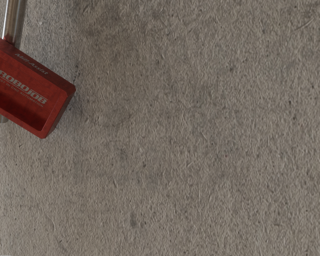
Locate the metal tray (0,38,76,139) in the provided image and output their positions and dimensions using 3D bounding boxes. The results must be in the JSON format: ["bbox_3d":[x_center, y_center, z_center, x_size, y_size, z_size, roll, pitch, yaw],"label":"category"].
[{"bbox_3d":[-0.197,-0.055,0.437,0.130,0.030,0.090,33,116,-7],"label":"metal tray"}]

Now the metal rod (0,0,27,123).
[{"bbox_3d":[-0.205,-0.136,0.431,0.025,0.025,0.298,32,119,16],"label":"metal rod"}]
